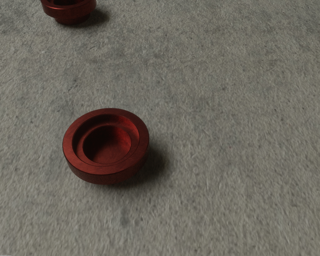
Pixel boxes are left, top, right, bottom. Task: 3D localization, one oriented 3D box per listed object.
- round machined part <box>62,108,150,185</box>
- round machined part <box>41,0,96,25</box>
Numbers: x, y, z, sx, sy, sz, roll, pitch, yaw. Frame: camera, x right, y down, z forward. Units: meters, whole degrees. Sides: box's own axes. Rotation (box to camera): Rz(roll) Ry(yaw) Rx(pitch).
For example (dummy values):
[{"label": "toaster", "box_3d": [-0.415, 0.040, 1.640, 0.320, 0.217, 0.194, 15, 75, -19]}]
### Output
[{"label": "round machined part", "box_3d": [-0.061, 0.025, 0.370, 0.099, 0.042, 0.098, 0, 50, 0]}, {"label": "round machined part", "box_3d": [-0.169, -0.230, 0.584, 0.099, 0.042, 0.098, 0, 50, 0]}]
